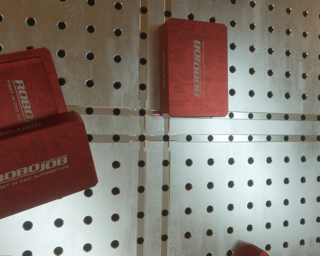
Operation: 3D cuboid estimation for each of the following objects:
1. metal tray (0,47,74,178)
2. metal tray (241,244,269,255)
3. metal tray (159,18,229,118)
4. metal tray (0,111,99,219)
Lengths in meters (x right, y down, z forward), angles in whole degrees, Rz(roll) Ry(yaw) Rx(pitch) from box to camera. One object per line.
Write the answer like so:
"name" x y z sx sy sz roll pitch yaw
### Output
"metal tray" -0.155 -0.018 0.352 0.091 0.030 0.129 -17 96 -20
"metal tray" 0.158 0.255 0.471 0.090 0.030 0.130 -46 105 -15
"metal tray" 0.047 -0.079 0.429 0.091 0.030 0.129 -1 90 -21
"metal tray" -0.143 0.042 0.340 0.131 0.030 0.089 -17 119 -20
